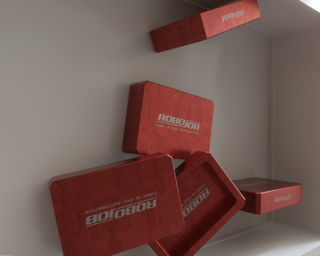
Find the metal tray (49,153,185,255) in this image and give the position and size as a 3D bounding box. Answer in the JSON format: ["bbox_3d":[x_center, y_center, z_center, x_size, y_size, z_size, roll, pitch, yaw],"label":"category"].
[{"bbox_3d":[-0.044,0.084,0.337,0.131,0.030,0.089,-12,94,-20],"label":"metal tray"}]

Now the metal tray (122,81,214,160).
[{"bbox_3d":[0.016,-0.004,0.419,0.131,0.030,0.090,11,83,-40],"label":"metal tray"}]

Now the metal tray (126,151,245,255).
[{"bbox_3d":[0.035,0.102,0.395,0.131,0.030,0.090,-39,99,-15],"label":"metal tray"}]

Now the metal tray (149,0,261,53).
[{"bbox_3d":[0.062,-0.140,0.418,0.131,0.090,0.030,-31,110,-36],"label":"metal tray"}]

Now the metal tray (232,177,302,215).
[{"bbox_3d":[0.155,0.105,0.497,0.131,0.090,0.030,1,90,-40],"label":"metal tray"}]
